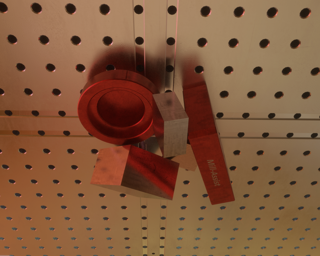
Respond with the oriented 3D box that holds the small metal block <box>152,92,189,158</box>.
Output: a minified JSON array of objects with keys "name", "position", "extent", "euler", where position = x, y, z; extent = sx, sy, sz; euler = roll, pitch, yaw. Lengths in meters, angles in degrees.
[{"name":"small metal block","position":[0.010,-0.004,0.338],"extent":[0.025,0.050,0.050],"euler":[-9,130,-11]}]

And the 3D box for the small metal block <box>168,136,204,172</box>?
[{"name":"small metal block","position":[0.032,0.029,0.431],"extent":[0.050,0.025,0.050],"euler":[16,134,0]}]

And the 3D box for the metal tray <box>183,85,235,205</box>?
[{"name":"metal tray","position":[0.062,0.023,0.389],"extent":[0.030,0.090,0.129],"euler":[-14,129,11]}]

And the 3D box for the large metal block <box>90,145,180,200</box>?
[{"name":"large metal block","position":[-0.034,0.062,0.417],"extent":[0.080,0.050,0.080],"euler":[25,159,-33]}]

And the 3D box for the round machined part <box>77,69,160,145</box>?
[{"name":"round machined part","position":[-0.046,-0.029,0.375],"extent":[0.099,0.042,0.097],"euler":[-1,130,0]}]
